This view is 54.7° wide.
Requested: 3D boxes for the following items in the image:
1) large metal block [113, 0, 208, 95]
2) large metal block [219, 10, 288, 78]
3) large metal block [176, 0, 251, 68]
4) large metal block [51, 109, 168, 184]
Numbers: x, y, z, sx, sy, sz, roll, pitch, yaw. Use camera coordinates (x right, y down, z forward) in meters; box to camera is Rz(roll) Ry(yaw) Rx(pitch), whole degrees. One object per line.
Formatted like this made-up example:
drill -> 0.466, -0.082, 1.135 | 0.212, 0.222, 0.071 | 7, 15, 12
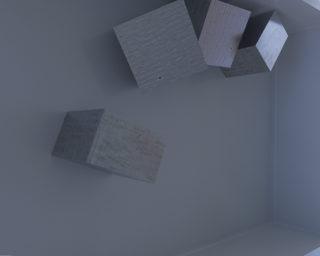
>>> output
large metal block -> 0.001, -0.095, 0.364 | 0.080, 0.050, 0.080 | -22, 109, 4
large metal block -> 0.141, -0.130, 0.489 | 0.050, 0.080, 0.080 | 47, 62, -30
large metal block -> 0.068, -0.133, 0.426 | 0.081, 0.050, 0.079 | -3, 120, -40
large metal block -> -0.053, 0.020, 0.326 | 0.080, 0.080, 0.050 | 26, 74, -37
